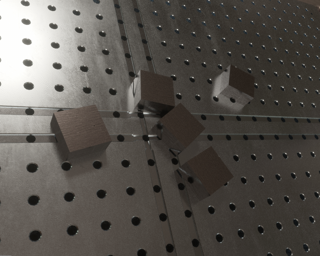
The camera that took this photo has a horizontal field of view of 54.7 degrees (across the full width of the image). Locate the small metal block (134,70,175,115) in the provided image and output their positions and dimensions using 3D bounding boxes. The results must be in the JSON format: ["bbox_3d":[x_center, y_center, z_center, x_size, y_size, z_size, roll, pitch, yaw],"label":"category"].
[{"bbox_3d":[-0.008,-0.049,0.435,0.050,0.025,0.050,11,57,-23],"label":"small metal block"}]

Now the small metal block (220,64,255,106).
[{"bbox_3d":[0.132,-0.073,0.526,0.050,0.025,0.050,24,53,-14],"label":"small metal block"}]

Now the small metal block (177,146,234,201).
[{"bbox_3d":[0.060,0.059,0.406,0.050,0.025,0.050,-27,77,-37],"label":"small metal block"}]

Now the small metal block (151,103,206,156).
[{"bbox_3d":[0.026,0.001,0.423,0.050,0.025,0.050,46,51,4],"label":"small metal block"}]

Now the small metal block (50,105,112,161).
[{"bbox_3d":[-0.091,0.005,0.357,0.050,0.025,0.050,-16,70,-35],"label":"small metal block"}]
